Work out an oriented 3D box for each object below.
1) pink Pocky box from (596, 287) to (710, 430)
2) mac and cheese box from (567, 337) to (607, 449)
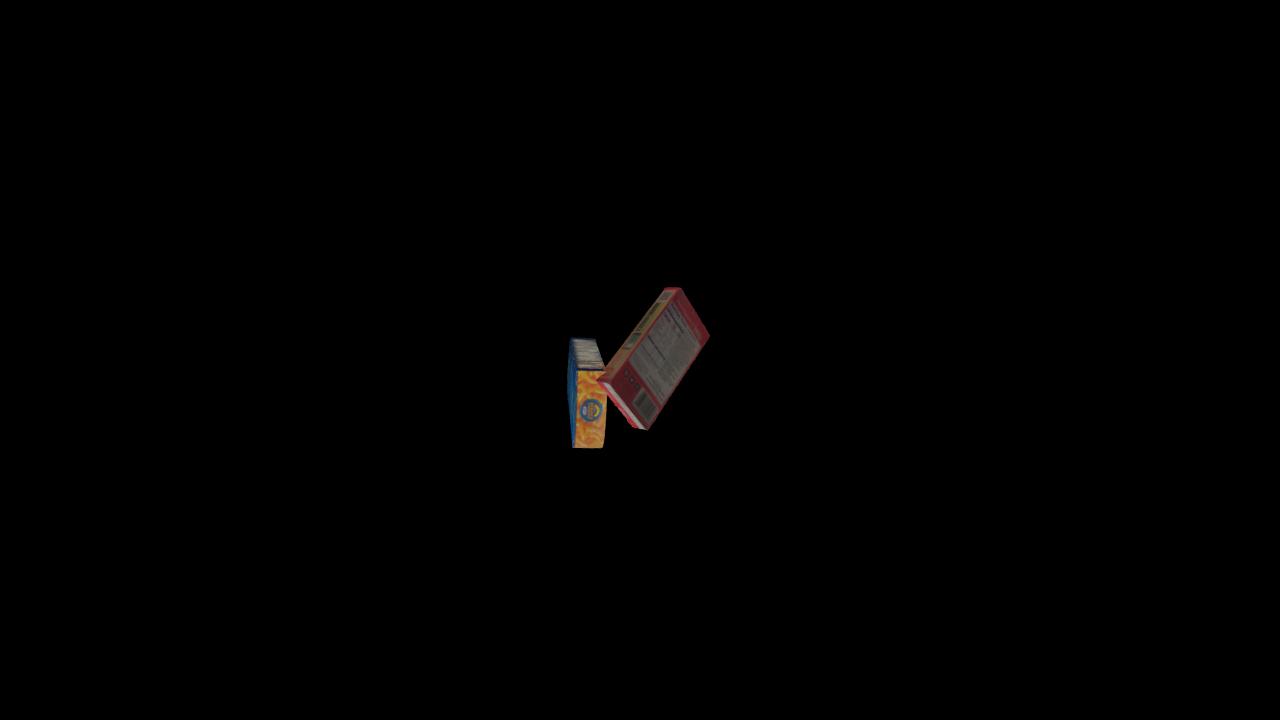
[{"bbox_3d":[0.019,-0.004,0.716,0.029,0.155,0.084,5,-39,46],"label":"pink Pocky box"},{"bbox_3d":[-0.068,0.034,0.764,0.041,0.093,0.184,3,13,-9],"label":"mac and cheese box"}]
